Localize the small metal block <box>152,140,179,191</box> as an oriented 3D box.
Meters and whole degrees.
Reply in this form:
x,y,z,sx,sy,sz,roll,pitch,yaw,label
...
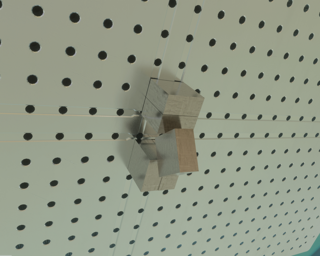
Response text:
x,y,z,sx,sy,sz,roll,pitch,yaw,label
0.004,0.050,0.429,0.025,0.050,0.050,1,118,-30,small metal block

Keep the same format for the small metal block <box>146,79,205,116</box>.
x,y,z,sx,sy,sz,roll,pitch,yaw,label
0.018,-0.038,0.382,0.050,0.050,0.025,2,118,-30,small metal block

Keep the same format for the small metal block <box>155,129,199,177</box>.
x,y,z,sx,sy,sz,roll,pitch,yaw,label
0.019,0.031,0.372,0.025,0.050,0.050,1,76,-28,small metal block

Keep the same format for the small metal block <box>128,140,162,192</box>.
x,y,z,sx,sy,sz,roll,pitch,yaw,label
-0.018,0.050,0.417,0.025,0.050,0.050,1,118,-30,small metal block

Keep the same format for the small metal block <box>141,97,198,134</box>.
x,y,z,sx,sy,sz,roll,pitch,yaw,label
0.011,-0.016,0.392,0.050,0.050,0.025,2,118,-30,small metal block
